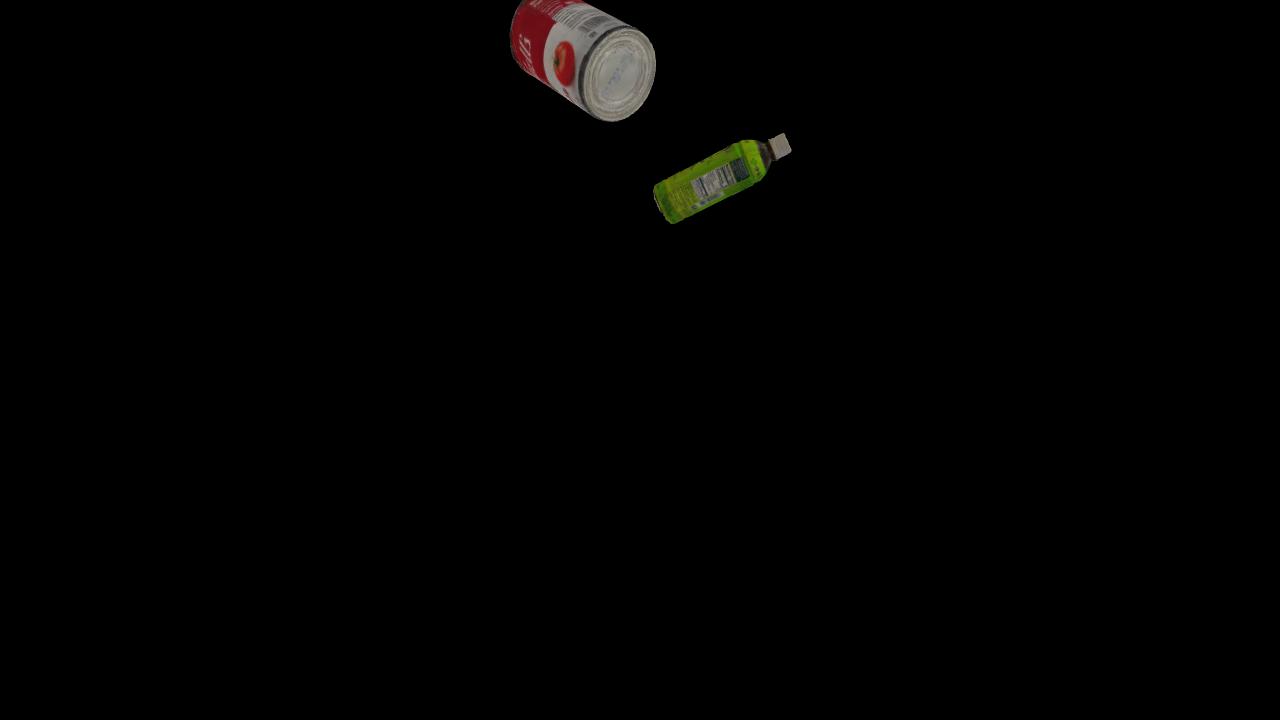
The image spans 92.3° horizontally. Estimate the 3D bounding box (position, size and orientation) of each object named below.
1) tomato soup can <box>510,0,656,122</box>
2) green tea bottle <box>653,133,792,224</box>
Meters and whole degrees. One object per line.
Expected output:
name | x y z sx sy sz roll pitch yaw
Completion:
tomato soup can | -0.043 -0.229 0.462 0.068 0.068 0.101 0 36 -50
green tea bottle | 0.127 -0.281 0.940 0.212 0.073 0.073 -20 -7 20
